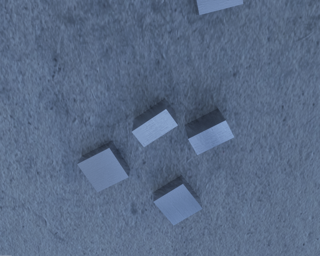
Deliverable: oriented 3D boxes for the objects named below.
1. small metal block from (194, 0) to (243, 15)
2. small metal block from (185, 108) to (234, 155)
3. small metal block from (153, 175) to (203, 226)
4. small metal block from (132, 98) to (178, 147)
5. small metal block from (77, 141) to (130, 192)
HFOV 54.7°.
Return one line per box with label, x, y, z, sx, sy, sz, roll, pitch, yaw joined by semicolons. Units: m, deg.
small metal block;0.063;-0.160;0.352;0.050;0.025;0.050;-13;110;4
small metal block;0.062;0.004;0.399;0.050;0.050;0.025;-27;108;9
small metal block;0.026;0.105;0.449;0.050;0.025;0.050;-34;107;11
small metal block;-0.006;-0.008;0.393;0.050;0.050;0.025;-33;107;11
small metal block;-0.077;0.053;0.428;0.050;0.025;0.050;-27;108;9
